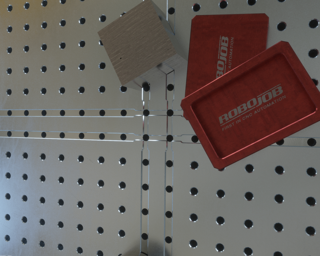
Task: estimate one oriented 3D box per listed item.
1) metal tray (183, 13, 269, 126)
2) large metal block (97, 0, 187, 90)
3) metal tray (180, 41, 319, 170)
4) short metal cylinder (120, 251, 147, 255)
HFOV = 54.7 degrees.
[{"bbox_3d":[0.081,-0.070,0.381,0.090,0.030,0.129,6,92,19],"label":"metal tray"},{"bbox_3d":[-0.022,-0.106,0.407,0.080,0.050,0.080,-28,81,18],"label":"large metal block"},{"bbox_3d":[0.100,-0.022,0.342,0.130,0.030,0.090,-30,81,17],"label":"metal tray"},{"bbox_3d":[-0.042,0.215,0.414,0.080,0.050,0.079,0,90,20],"label":"short metal cylinder"}]
